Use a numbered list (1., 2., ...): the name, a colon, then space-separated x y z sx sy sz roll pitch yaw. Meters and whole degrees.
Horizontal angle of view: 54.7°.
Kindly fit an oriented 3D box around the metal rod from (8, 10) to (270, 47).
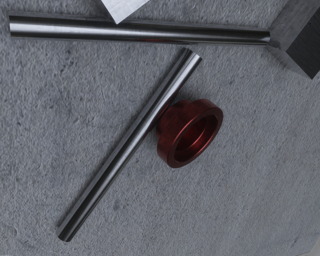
1. metal rod: 0.001 -0.106 0.343 0.303 0.025 0.025 -6 121 -26

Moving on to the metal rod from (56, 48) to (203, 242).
1. metal rod: -0.045 0.029 0.401 0.025 0.025 0.299 28 103 -38

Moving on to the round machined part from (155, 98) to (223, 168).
1. round machined part: 0.033 0.002 0.403 0.099 0.042 0.097 -33 148 -24

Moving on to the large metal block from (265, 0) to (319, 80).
1. large metal block: 0.198 -0.125 0.424 0.080 0.050 0.080 26 104 -38

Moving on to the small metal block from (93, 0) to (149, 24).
1. small metal block: -0.035 -0.129 0.293 0.050 0.050 0.025 -38 130 -3
